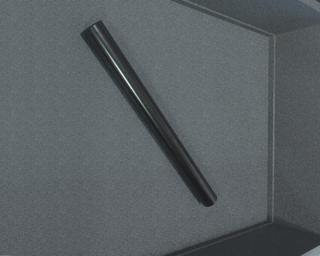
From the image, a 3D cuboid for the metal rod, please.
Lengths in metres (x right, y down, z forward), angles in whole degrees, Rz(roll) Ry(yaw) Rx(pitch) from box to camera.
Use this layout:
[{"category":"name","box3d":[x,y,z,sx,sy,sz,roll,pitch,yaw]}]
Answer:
[{"category":"metal rod","box3d":[0.000,-0.001,0.408,0.025,0.025,0.299,-49,119,-29]}]
